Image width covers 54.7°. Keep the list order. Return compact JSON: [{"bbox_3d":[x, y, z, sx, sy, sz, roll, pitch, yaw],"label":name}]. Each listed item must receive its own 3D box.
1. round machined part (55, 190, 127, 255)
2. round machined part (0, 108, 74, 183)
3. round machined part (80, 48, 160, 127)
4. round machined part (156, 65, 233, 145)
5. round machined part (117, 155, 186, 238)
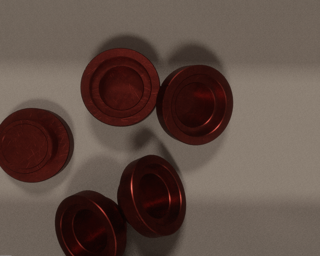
[{"bbox_3d":[-0.081,0.125,0.388,0.098,0.042,0.097,5,101,29],"label":"round machined part"},{"bbox_3d":[-0.166,0.023,0.401,0.099,0.042,0.097,0,90,-1],"label":"round machined part"},{"bbox_3d":[-0.049,-0.050,0.402,0.099,0.042,0.097,0,90,0],"label":"round machined part"},{"bbox_3d":[0.040,-0.030,0.392,0.099,0.042,0.097,-4,100,-23],"label":"round machined part"},{"bbox_3d":[-0.014,0.086,0.385,0.042,0.099,0.098,-26,90,35],"label":"round machined part"}]
